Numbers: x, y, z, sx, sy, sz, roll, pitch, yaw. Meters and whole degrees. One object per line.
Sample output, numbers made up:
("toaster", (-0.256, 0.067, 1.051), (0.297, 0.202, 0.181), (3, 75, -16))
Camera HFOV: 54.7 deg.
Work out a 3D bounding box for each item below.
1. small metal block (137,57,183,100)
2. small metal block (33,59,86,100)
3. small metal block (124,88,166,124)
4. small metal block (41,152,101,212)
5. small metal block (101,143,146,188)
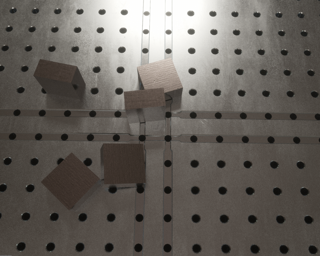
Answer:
("small metal block", (0.000, -0.066, 0.436), (0.050, 0.025, 0.050), (-17, 71, -7))
("small metal block", (-0.134, -0.065, 0.421), (0.050, 0.050, 0.025), (12, 71, 4))
("small metal block", (-0.019, -0.028, 0.409), (0.050, 0.050, 0.025), (-6, 71, -3))
("small metal block", (-0.108, 0.067, 0.386), (0.050, 0.025, 0.050), (40, 75, 13))
("small metal block", (-0.047, 0.047, 0.387), (0.050, 0.025, 0.050), (2, 69, -19))
